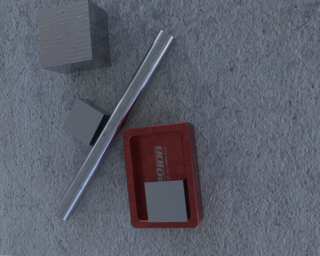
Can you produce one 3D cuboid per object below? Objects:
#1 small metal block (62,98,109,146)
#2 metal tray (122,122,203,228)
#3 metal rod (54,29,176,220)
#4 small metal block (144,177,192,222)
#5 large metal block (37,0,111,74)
[{"bbox_3d":[-0.104,-0.009,0.444,0.050,0.025,0.050,31,100,17],"label":"small metal block"},{"bbox_3d":[0.003,0.061,0.404,0.090,0.030,0.129,-7,88,19],"label":"metal tray"},{"bbox_3d":[-0.067,0.003,0.431,0.025,0.025,0.299,35,101,16],"label":"metal rod"},{"bbox_3d":[0.011,0.090,0.391,0.050,0.025,0.050,-7,88,19],"label":"small metal block"},{"bbox_3d":[-0.120,-0.125,0.436,0.080,0.050,0.080,-5,88,19],"label":"large metal block"}]
